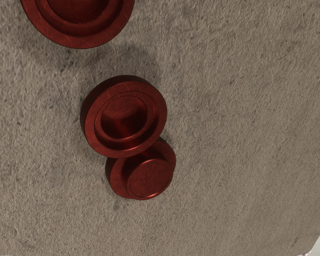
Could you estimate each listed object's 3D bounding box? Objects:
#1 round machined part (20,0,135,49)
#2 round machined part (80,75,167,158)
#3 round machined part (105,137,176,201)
[{"bbox_3d":[-0.075,-0.125,0.278,0.099,0.042,0.097,-14,125,-21],"label":"round machined part"},{"bbox_3d":[-0.044,-0.016,0.363,0.099,0.042,0.097,-14,125,-21],"label":"round machined part"},{"bbox_3d":[-0.021,0.059,0.423,0.099,0.042,0.097,-14,125,-21],"label":"round machined part"}]
